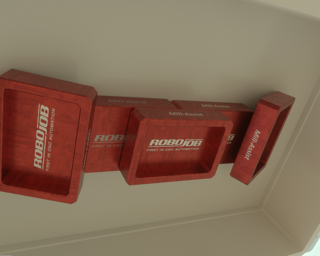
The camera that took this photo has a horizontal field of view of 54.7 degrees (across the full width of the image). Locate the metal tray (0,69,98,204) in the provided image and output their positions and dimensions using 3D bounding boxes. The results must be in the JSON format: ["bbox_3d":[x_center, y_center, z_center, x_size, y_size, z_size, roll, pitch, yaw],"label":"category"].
[{"bbox_3d":[-0.121,0.013,0.322,0.091,0.030,0.129,12,115,-6],"label":"metal tray"}]

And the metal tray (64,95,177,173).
[{"bbox_3d":[-0.048,0.008,0.383,0.131,0.030,0.089,0,118,-28],"label":"metal tray"}]

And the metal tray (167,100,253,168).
[{"bbox_3d":[0.067,0.009,0.446,0.131,0.030,0.089,0,118,-28],"label":"metal tray"}]

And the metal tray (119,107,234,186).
[{"bbox_3d":[0.021,0.023,0.390,0.131,0.030,0.089,1,118,-29],"label":"metal tray"}]

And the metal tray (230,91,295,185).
[{"bbox_3d":[0.157,0.014,0.472,0.091,0.030,0.129,-21,132,-52],"label":"metal tray"}]
